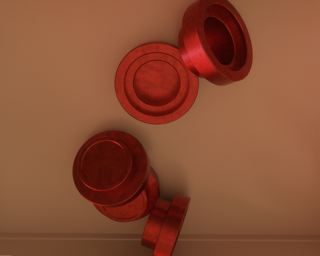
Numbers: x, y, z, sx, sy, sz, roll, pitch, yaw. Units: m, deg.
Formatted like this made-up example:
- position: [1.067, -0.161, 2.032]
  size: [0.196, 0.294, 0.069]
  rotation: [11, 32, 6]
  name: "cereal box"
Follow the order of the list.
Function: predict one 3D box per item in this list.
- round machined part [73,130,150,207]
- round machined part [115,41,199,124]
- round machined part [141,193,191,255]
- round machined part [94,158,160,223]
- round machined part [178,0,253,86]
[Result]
- position: [-0.064, 0.048, 0.391]
  size: [0.098, 0.042, 0.098]
  rotation: [-3, 69, 8]
  name: "round machined part"
- position: [-0.004, -0.057, 0.381]
  size: [0.099, 0.042, 0.097]
  rotation: [0, 110, 0]
  name: "round machined part"
- position: [0.006, 0.135, 0.425]
  size: [0.042, 0.098, 0.097]
  rotation: [18, 110, 11]
  name: "round machined part"
- position: [-0.050, 0.092, 0.436]
  size: [0.099, 0.042, 0.097]
  rotation: [0, 110, 0]
  name: "round machined part"
- position: [0.059, -0.094, 0.349]
  size: [0.042, 0.098, 0.098]
  rotation: [-16, 115, 47]
  name: "round machined part"
